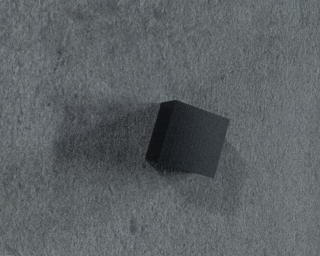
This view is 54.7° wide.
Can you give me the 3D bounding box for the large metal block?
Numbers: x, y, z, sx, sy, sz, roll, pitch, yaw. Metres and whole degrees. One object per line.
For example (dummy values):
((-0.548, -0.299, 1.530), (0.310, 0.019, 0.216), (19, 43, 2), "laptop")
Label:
((0.036, 0.015, 0.410), (0.081, 0.050, 0.080), (18, 84, -20), "large metal block")
